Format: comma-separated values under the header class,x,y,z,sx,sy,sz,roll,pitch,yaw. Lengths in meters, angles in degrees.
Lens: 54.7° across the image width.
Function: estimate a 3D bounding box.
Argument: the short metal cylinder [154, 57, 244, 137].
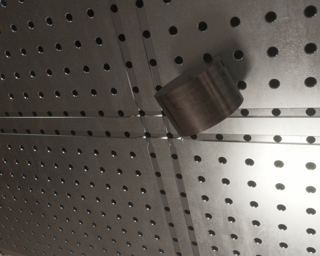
class,x,y,z,sx,sy,sz,roll,pitch,yaw
short metal cylinder,0.041,-0.034,0.332,0.080,0.080,0.050,-23,106,36
